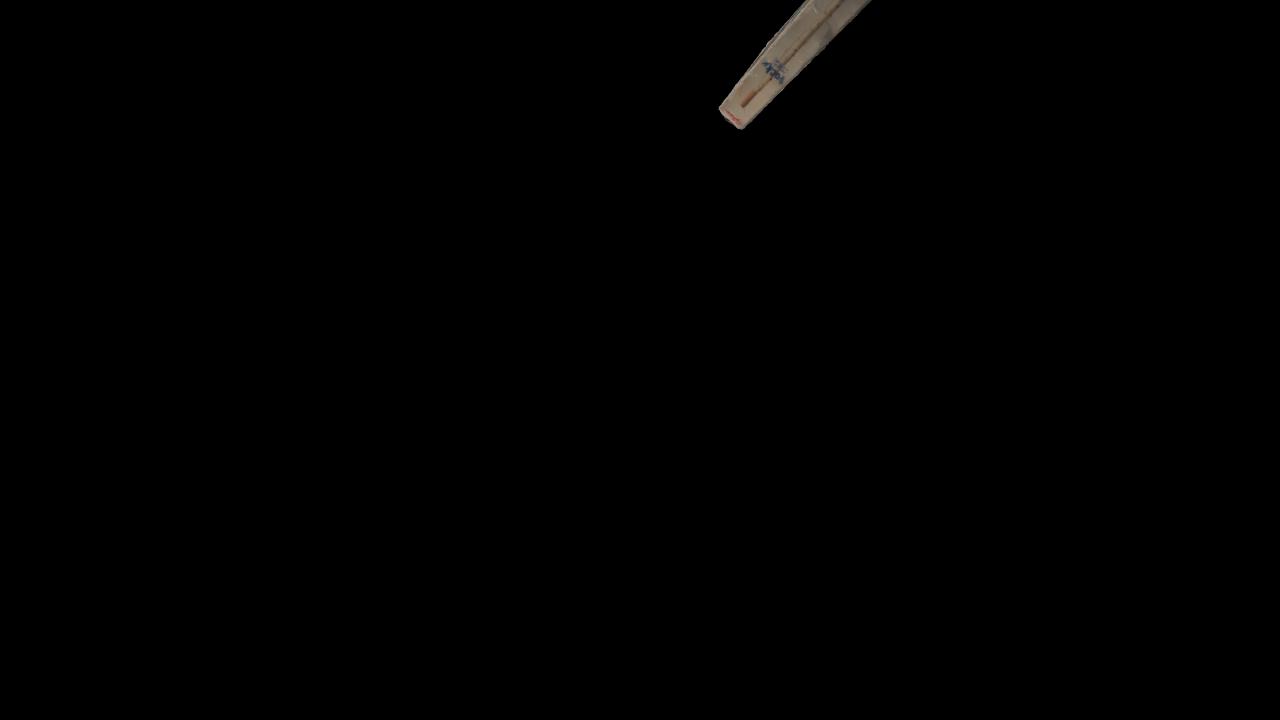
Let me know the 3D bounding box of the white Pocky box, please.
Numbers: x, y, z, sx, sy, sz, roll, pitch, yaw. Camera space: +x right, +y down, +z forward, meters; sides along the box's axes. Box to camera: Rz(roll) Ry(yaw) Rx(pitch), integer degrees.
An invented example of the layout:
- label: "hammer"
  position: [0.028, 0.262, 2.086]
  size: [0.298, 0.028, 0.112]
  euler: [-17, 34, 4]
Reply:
- label: "white Pocky box"
  position: [0.115, -0.223, 0.409]
  size: [0.028, 0.084, 0.154]
  euler: [39, -17, -11]
